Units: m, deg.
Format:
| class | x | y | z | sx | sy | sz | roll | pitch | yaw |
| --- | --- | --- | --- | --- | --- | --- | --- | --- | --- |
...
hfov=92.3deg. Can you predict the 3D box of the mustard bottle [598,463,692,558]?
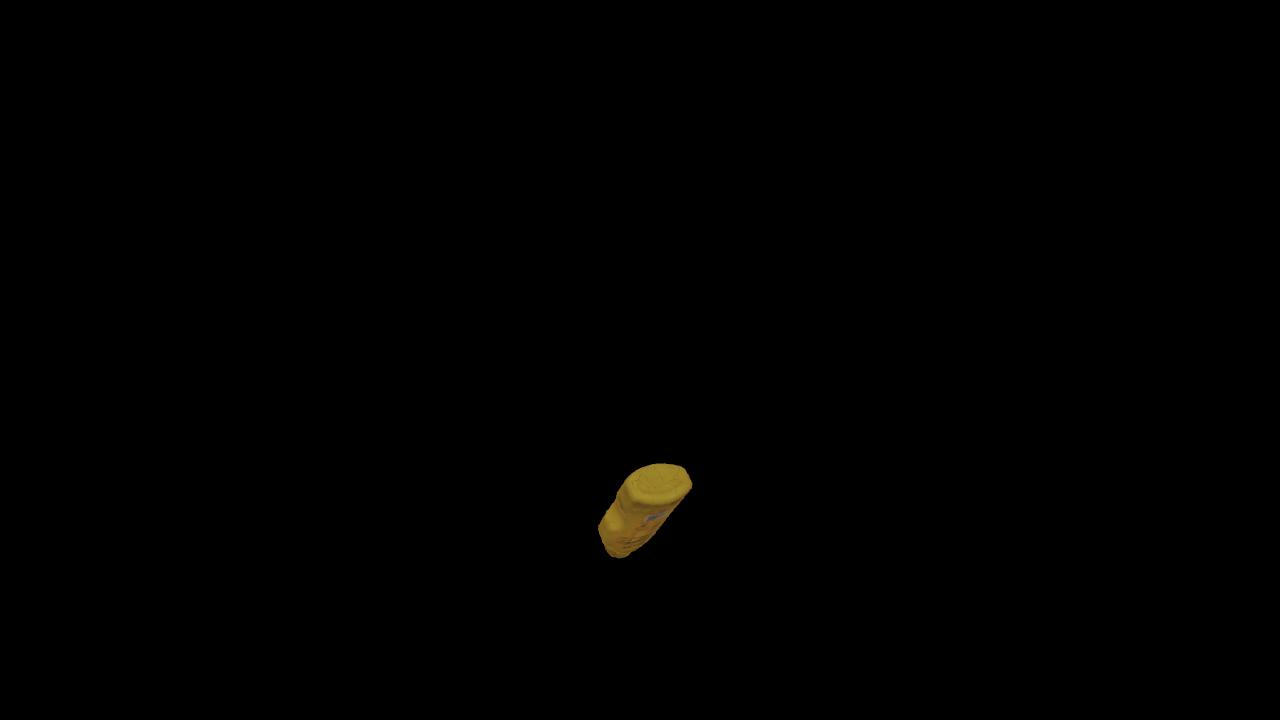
| class | x | y | z | sx | sy | sz | roll | pitch | yaw |
| --- | --- | --- | --- | --- | --- | --- | --- | --- | --- |
| mustard bottle | -0.007 | 0.205 | 0.790 | 0.092 | 0.054 | 0.184 | -12 | -35 | -35 |
